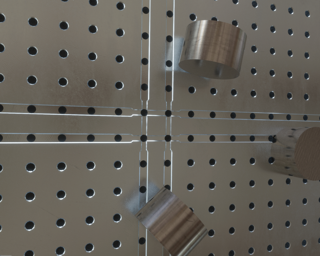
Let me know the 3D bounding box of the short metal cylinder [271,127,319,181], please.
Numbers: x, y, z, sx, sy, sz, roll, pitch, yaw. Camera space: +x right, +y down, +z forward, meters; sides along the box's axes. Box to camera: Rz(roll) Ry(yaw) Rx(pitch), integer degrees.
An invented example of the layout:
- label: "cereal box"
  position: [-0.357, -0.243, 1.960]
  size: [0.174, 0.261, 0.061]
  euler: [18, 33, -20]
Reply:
- label: "short metal cylinder"
  position: [0.222, 0.038, 0.481]
  size: [0.081, 0.050, 0.079]
  euler: [0, 90, -20]

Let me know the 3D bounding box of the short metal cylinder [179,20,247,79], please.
- label: "short metal cylinder"
  position: [0.069, -0.100, 0.409]
  size: [0.081, 0.080, 0.050]
  euler: [14, 86, -20]

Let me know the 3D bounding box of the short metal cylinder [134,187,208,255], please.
- label: "short metal cylinder"
  position: [0.013, 0.121, 0.388]
  size: [0.050, 0.080, 0.080]
  euler: [-43, 104, -15]
